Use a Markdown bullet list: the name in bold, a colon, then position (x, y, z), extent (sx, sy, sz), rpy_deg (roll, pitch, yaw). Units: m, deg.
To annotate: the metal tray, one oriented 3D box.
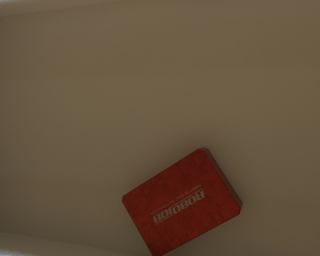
- **metal tray**: position (0.026, 0.095, 0.398), extent (0.130, 0.030, 0.090), rpy_deg (-34, 79, 16)
